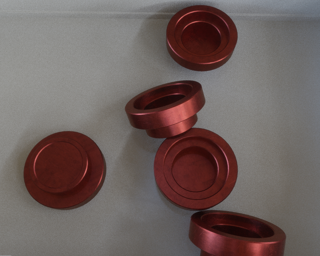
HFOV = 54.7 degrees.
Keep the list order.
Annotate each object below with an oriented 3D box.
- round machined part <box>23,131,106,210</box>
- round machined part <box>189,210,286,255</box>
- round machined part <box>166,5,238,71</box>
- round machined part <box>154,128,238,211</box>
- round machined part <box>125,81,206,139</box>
[{"bbox_3d":[-0.119,0.049,0.382,0.099,0.042,0.098,0,70,0],"label":"round machined part"},{"bbox_3d":[0.079,0.123,0.330,0.099,0.098,0.042,7,91,2],"label":"round machined part"},{"bbox_3d":[0.058,-0.124,0.446,0.099,0.042,0.098,0,70,0],"label":"round machined part"},{"bbox_3d":[0.042,0.052,0.382,0.099,0.042,0.098,0,70,0],"label":"round machined part"},{"bbox_3d":[0.009,-0.021,0.390,0.099,0.098,0.042,-22,114,-8],"label":"round machined part"}]
